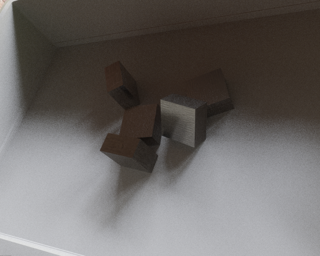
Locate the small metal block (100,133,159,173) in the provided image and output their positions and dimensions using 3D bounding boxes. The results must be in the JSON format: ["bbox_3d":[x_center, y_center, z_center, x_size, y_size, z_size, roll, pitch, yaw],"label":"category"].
[{"bbox_3d":[-0.038,0.032,0.390,0.050,0.050,0.025,9,66,32],"label":"small metal block"}]

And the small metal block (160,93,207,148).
[{"bbox_3d":[0.029,-0.010,0.378,0.050,0.050,0.025,19,34,35],"label":"small metal block"}]

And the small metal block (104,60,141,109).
[{"bbox_3d":[-0.055,-0.062,0.457,0.025,0.050,0.050,-24,53,14],"label":"small metal block"}]

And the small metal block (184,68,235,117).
[{"bbox_3d":[0.063,-0.043,0.399,0.050,0.025,0.050,-19,54,17],"label":"small metal block"}]

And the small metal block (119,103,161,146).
[{"bbox_3d":[-0.024,-0.003,0.420,0.050,0.025,0.050,-5,59,25],"label":"small metal block"}]
